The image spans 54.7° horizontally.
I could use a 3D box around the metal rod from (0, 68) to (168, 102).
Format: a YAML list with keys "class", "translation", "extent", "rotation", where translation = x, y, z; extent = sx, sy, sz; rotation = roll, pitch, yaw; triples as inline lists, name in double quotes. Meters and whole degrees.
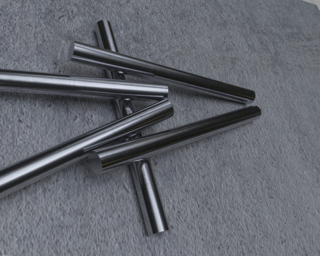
- class: "metal rod"
  translation: [-0.135, -0.050, 0.346]
  extent: [0.303, 0.025, 0.025]
  rotation: [2, 61, -21]

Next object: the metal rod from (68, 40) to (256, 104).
- class: "metal rod"
  translation: [0.023, -0.072, 0.442]
  extent: [0.302, 0.025, 0.025]
  rotation: [9, 58, -31]

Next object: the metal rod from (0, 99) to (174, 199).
- class: "metal rod"
  translation: [-0.107, 0.032, 0.311]
  extent: [0.302, 0.025, 0.025]
  rotation: [-26, 76, -32]

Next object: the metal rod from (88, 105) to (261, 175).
- class: "metal rod"
  translation: [0.045, 0.005, 0.408]
  extent: [0.302, 0.025, 0.025]
  rotation: [-15, 70, -41]

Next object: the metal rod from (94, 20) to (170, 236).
- class: "metal rod"
  translation: [-0.042, -0.017, 0.394]
  extent: [0.025, 0.025, 0.299]
  rotation: [-3, 63, -30]
